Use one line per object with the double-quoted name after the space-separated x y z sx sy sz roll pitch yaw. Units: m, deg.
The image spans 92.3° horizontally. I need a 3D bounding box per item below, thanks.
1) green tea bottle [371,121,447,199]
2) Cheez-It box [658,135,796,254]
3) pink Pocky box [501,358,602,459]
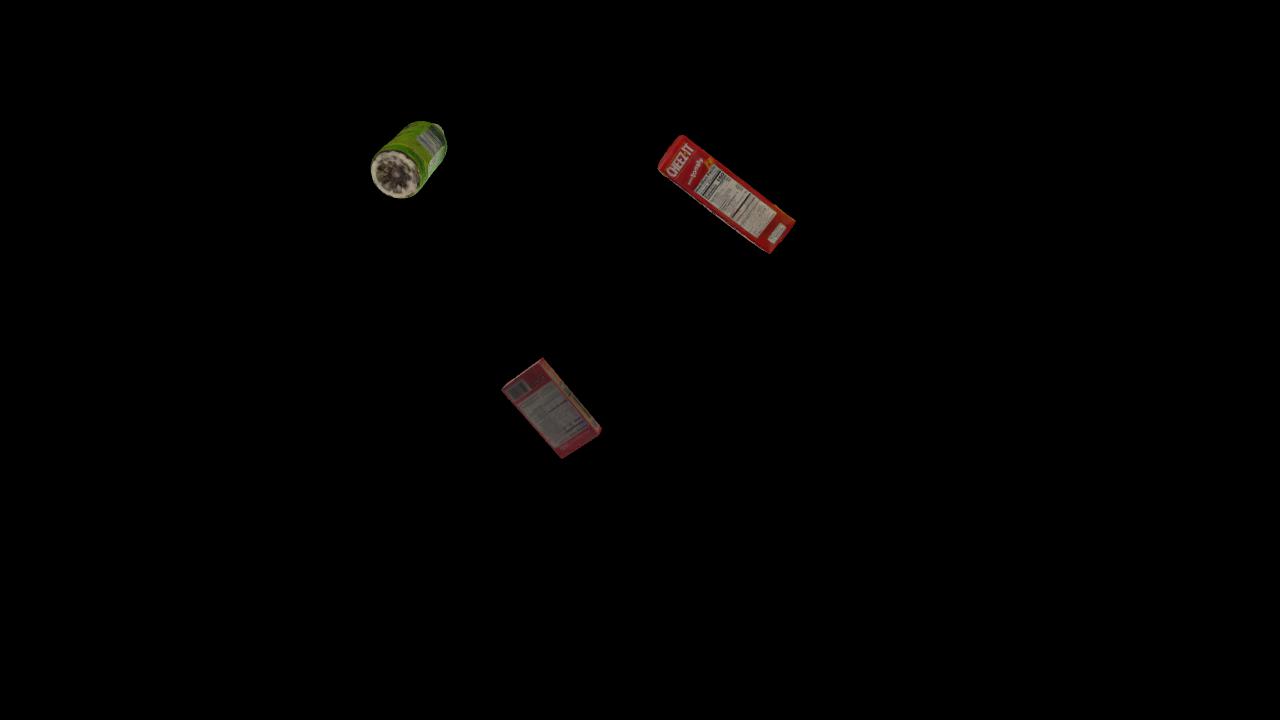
-0.325 -0.303 0.899 0.073 0.073 0.212 0 34 0 "green tea bottle"
0.134 -0.273 1.004 0.223 0.071 0.166 35 15 -10 "Cheez-It box"
-0.141 0.080 0.993 0.084 0.155 0.029 -34 13 20 "pink Pocky box"
